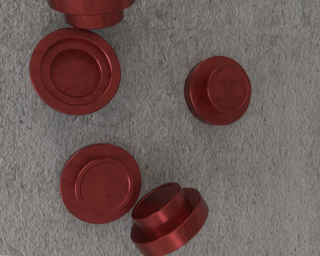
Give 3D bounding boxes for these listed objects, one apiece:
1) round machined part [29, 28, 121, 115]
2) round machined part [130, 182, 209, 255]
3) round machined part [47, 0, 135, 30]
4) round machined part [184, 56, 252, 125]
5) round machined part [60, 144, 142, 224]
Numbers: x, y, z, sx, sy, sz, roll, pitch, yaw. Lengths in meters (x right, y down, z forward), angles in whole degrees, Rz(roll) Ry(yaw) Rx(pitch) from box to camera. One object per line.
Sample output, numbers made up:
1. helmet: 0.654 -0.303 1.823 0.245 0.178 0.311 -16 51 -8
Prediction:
1. round machined part: -0.099 -0.063 0.363 0.099 0.042 0.097 0 90 -20
2. round machined part: 0.005 0.102 0.372 0.098 0.098 0.042 -35 102 -16
3. round machined part: -0.077 -0.145 0.352 0.099 0.098 0.042 -16 133 -19
4. round machined part: 0.087 -0.052 0.432 0.099 0.042 0.097 0 90 -20
5. round machined part: -0.069 0.068 0.374 0.099 0.042 0.097 0 90 -20
